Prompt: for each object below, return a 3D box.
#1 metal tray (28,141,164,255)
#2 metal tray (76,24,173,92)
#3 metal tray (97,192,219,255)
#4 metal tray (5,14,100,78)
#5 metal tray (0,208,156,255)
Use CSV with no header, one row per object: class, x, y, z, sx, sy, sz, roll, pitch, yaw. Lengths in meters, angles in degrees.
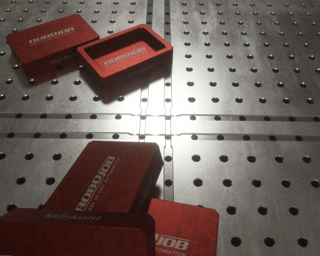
metal tray,-0.058,0.066,0.318,0.090,0.030,0.130,1,38,20
metal tray,-0.055,-0.117,0.501,0.131,0.030,0.090,-28,56,-22
metal tray,-0.012,0.117,0.306,0.131,0.030,0.090,9,50,7
metal tray,-0.177,-0.142,0.522,0.131,0.030,0.090,-27,55,-21
metal tray,-0.070,0.117,0.257,0.131,0.089,0.030,0,6,10
